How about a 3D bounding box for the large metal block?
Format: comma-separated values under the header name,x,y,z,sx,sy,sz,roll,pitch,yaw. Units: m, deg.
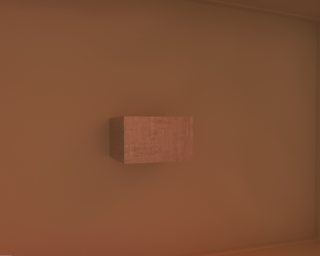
name,x,y,z,sx,sy,sz,roll,pitch,yaw
large metal block,-0.013,0.012,0.376,0.081,0.080,0.050,0,90,-20
